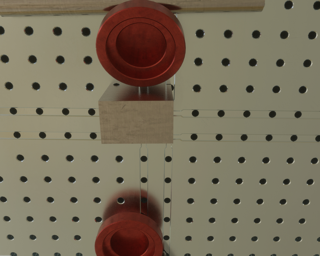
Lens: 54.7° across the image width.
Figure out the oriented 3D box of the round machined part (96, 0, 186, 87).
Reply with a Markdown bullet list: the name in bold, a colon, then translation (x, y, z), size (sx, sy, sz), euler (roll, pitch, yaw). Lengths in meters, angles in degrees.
- **round machined part**: translation (-0.021, -0.099, 0.356), size (0.099, 0.042, 0.097), euler (-1, 133, 0)

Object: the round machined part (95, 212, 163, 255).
- **round machined part**: translation (-0.045, 0.166, 0.465), size (0.099, 0.042, 0.097), euler (0, 110, 0)

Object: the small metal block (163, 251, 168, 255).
- **small metal block**: translation (-0.002, 0.235, 0.500), size (0.050, 0.025, 0.050), euler (-29, 108, 10)

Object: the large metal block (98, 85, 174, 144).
- **large metal block**: translation (-0.026, -0.020, 0.377), size (0.081, 0.080, 0.050), euler (0, 110, 0)

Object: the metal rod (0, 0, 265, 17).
- **metal rod**: translation (-0.033, -0.145, 0.359), size (0.302, 0.025, 0.025), euler (-1, 110, 0)
